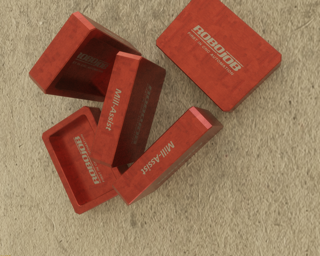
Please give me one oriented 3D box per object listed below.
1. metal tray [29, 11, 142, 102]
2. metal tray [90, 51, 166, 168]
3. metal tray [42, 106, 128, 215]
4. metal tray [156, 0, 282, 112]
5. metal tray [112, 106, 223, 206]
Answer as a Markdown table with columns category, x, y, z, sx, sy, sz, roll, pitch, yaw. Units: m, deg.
| category | x | y | z | sx | sy | sz | roll | pitch | yaw |
| --- | --- | --- | --- | --- | --- | --- | --- | --- | --- |
| metal tray | -0.084 | -0.079 | 0.383 | 0.030 | 0.130 | 0.090 | 45 | 104 | 14 |
| metal tray | -0.036 | -0.021 | 0.387 | 0.030 | 0.090 | 0.129 | 17 | 96 | 19 |
| metal tray | -0.103 | 0.045 | 0.442 | 0.090 | 0.030 | 0.130 | -30 | 81 | 17 |
| metal tray | 0.070 | -0.094 | 0.382 | 0.090 | 0.030 | 0.130 | -46 | 76 | 14 |
| metal tray | 0.013 | 0.032 | 0.370 | 0.130 | 0.090 | 0.030 | -45 | 76 | 14 |
